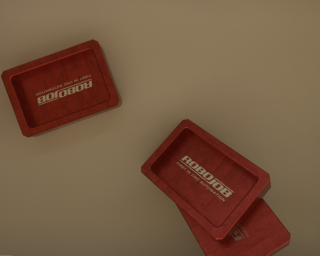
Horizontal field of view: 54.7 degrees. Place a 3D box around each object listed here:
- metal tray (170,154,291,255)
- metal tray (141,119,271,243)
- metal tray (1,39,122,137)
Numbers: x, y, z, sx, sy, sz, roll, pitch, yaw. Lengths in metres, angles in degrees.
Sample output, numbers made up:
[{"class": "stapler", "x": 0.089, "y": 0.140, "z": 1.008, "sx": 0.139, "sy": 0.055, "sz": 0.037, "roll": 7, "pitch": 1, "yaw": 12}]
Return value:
[{"class": "metal tray", "x": 0.079, "y": 0.103, "z": 0.376, "sx": 0.090, "sy": 0.030, "sz": 0.130, "roll": -33, "pitch": 56, "yaw": -1}, {"class": "metal tray", "x": 0.052, "y": 0.058, "z": 0.371, "sx": 0.130, "sy": 0.030, "sz": 0.090, "roll": 37, "pitch": 81, "yaw": 32}, {"class": "metal tray", "x": -0.127, "y": -0.051, "z": 0.407, "sx": 0.131, "sy": 0.030, "sz": 0.090, "roll": -20, "pitch": 90, "yaw": 0}]
